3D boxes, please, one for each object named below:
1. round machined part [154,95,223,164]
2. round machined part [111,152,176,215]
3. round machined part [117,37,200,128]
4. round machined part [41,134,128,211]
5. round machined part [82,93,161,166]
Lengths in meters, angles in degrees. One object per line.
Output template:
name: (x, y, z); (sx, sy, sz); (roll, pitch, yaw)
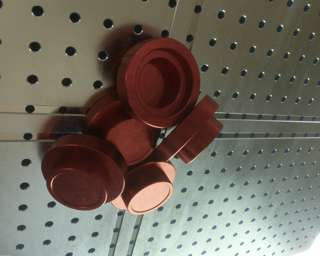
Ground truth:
round machined part: (0.041, 0.007, 0.391); (0.042, 0.098, 0.098); (43, 95, 2)
round machined part: (-0.021, 0.081, 0.424); (0.099, 0.042, 0.097); (-20, 139, -18)
round machined part: (-0.005, -0.051, 0.353); (0.099, 0.042, 0.097); (-6, 101, -33)
round machined part: (-0.090, 0.058, 0.357); (0.099, 0.042, 0.097); (4, 127, 6)
round machined part: (-0.042, 0.008, 0.382); (0.099, 0.042, 0.097); (-14, 125, -21)
